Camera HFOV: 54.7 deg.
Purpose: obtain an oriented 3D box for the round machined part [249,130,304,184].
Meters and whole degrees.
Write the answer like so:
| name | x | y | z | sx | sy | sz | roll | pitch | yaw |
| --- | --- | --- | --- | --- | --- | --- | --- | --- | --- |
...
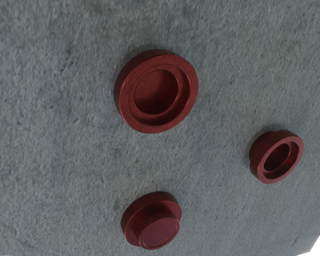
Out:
| name | x | y | z | sx | sy | sz | roll | pitch | yaw |
| --- | --- | --- | --- | --- | --- | --- | --- | --- | --- |
| round machined part | 0.193 | 0.045 | 0.532 | 0.099 | 0.042 | 0.097 | -14 | 125 | -21 |

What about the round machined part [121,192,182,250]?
| name | x | y | z | sx | sy | sz | roll | pitch | yaw |
| --- | --- | --- | --- | --- | --- | --- | --- | --- | --- |
| round machined part | -0.008 | 0.152 | 0.487 | 0.099 | 0.042 | 0.097 | -14 | 125 | -21 |

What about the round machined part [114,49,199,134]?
| name | x | y | z | sx | sy | sz | roll | pitch | yaw |
| --- | --- | --- | --- | --- | --- | --- | --- | --- | --- |
| round machined part | -0.008 | -0.045 | 0.365 | 0.099 | 0.042 | 0.097 | -14 | 125 | -21 |
